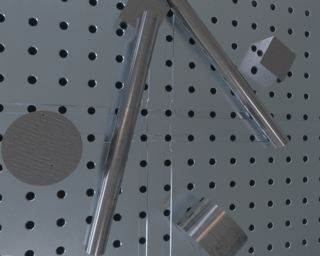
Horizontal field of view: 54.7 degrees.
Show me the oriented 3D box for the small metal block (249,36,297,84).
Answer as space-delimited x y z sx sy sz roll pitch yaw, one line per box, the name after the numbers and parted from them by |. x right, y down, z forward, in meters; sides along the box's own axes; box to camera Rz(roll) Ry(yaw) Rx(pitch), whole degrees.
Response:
0.174 -0.104 0.477 0.050 0.025 0.050 33 79 -17 | small metal block

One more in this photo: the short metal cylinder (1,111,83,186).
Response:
-0.132 0.021 0.351 0.081 0.050 0.079 0 90 -20 | short metal cylinder

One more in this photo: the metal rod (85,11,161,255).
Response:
-0.046 0.007 0.381 0.025 0.025 0.298 13 91 -20 | metal rod

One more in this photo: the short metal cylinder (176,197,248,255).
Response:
0.067 0.138 0.409 0.050 0.080 0.080 -43 104 -15 | short metal cylinder

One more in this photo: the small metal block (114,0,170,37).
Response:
-0.023 -0.146 0.404 0.050 0.025 0.050 30 80 -18 | small metal block

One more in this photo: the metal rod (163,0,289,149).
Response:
0.094 -0.087 0.447 0.025 0.025 0.300 -44 104 -15 | metal rod
